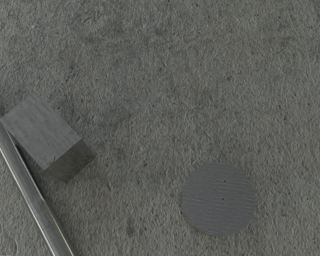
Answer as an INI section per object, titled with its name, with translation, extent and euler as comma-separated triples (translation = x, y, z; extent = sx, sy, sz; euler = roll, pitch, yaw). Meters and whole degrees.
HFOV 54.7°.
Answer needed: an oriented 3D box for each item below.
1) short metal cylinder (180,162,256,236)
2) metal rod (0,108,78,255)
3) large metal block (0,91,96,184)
[short metal cylinder]
translation = 0.065, 0.085, 0.364
extent = 0.081, 0.050, 0.080
euler = 0, 70, 0
[metal rod]
translation = -0.184, 0.039, 0.392
extent = 0.025, 0.025, 0.299
euler = -32, 73, -11
[large metal block]
translation = -0.130, 0.014, 0.373
extent = 0.050, 0.080, 0.080
euler = -43, 76, -14
